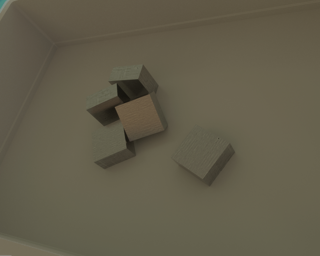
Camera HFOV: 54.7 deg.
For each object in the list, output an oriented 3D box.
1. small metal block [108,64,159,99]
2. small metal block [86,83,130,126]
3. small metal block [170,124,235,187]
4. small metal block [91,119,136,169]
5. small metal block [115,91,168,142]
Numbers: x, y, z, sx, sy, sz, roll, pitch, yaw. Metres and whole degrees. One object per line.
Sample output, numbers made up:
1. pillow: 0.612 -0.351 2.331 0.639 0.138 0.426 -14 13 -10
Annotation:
1. small metal block: -0.038 -0.065 0.449 0.050 0.050 0.025 1 63 29
2. small metal block: -0.070 -0.031 0.445 0.050 0.050 0.025 -22 51 15
3. small metal block: 0.050 0.031 0.361 0.050 0.025 0.050 32 79 38
4. small metal block: -0.064 0.022 0.426 0.050 0.025 0.050 -24 53 13
5. small metal block: -0.024 -0.016 0.410 0.050 0.050 0.025 -19 11 17
